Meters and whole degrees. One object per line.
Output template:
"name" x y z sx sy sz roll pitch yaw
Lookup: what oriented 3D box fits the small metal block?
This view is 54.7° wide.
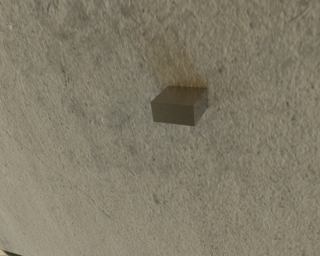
"small metal block" 0.024 -0.027 0.360 0.050 0.050 0.025 7 122 24
